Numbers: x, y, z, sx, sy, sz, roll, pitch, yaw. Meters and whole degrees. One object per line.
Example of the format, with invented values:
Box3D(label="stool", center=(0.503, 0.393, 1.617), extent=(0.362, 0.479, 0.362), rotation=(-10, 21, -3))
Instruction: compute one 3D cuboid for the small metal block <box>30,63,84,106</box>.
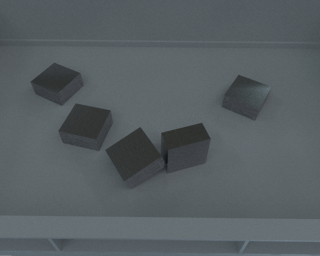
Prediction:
Box3D(label="small metal block", center=(-0.151, -0.066, 0.459), extent=(0.050, 0.025, 0.050), rotation=(23, 54, 18))

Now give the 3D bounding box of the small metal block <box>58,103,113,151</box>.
Box3D(label="small metal block", center=(-0.095, -0.002, 0.406), extent=(0.050, 0.025, 0.050), rotation=(12, 51, 9))

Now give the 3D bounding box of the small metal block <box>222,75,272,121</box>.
Box3D(label="small metal block", center=(0.124, -0.044, 0.443), extent=(0.050, 0.025, 0.050), rotation=(25, 54, 20))

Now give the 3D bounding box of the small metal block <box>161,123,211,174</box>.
Box3D(label="small metal block", center=(0.029, 0.025, 0.368), extent=(0.050, 0.050, 0.025), rotation=(-14, 52, -12))

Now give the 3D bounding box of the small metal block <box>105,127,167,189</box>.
Box3D(label="small metal block", center=(-0.029, 0.035, 0.367), extent=(0.050, 0.025, 0.050), rotation=(-34, 56, -7))
